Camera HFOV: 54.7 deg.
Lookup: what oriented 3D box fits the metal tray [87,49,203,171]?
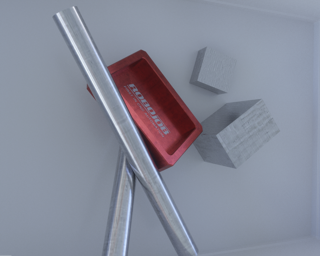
[{"bbox_3d":[-0.013,-0.023,0.373,0.130,0.030,0.090,52,43,-5],"label":"metal tray"}]

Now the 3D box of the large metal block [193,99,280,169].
[{"bbox_3d":[0.096,0.006,0.418,0.080,0.080,0.050,-36,102,-17],"label":"large metal block"}]

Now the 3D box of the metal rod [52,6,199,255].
[{"bbox_3d":[-0.027,0.022,0.330,0.025,0.025,0.299,-31,107,-18],"label":"metal rod"}]

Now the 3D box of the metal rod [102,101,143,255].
[{"bbox_3d":[-0.042,0.096,0.320,0.025,0.025,0.300,18,54,-19],"label":"metal rod"}]

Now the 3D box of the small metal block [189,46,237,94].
[{"bbox_3d":[0.075,-0.080,0.440,0.050,0.025,0.050,18,84,-20],"label":"small metal block"}]
